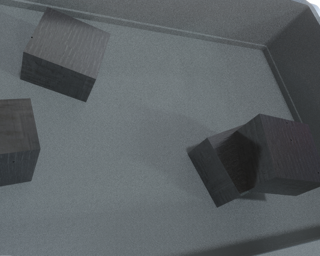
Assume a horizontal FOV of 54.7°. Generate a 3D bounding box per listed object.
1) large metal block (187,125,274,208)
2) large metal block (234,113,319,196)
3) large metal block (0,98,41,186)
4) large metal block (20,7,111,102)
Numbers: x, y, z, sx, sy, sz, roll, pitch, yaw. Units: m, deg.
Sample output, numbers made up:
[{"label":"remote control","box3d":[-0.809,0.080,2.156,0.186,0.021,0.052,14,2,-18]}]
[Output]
[{"label":"large metal block","box3d":[0.098,0.048,0.413,0.081,0.050,0.080,-17,71,-35]},{"label":"large metal block","box3d":[0.147,0.035,0.383,0.081,0.050,0.080,10,58,-23]},{"label":"large metal block","box3d":[-0.157,0.018,0.274,0.081,0.080,0.050,-7,65,-31]},{"label":"large metal block","box3d":[-0.115,-0.089,0.382,0.080,0.050,0.080,20,54,-17]}]
